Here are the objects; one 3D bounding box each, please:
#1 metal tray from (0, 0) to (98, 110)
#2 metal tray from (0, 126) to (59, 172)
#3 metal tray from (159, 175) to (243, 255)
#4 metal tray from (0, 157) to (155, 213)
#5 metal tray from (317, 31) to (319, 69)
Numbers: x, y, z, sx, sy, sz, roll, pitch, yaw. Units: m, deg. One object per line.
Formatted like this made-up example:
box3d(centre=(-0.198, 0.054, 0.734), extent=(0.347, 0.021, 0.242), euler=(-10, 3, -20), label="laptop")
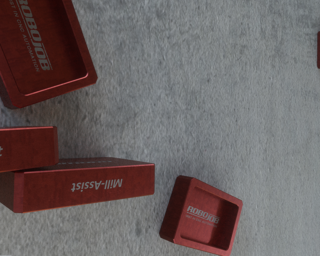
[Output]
box3d(centre=(-0.124, -0.092, 0.298), extent=(0.091, 0.030, 0.129), euler=(-27, 107, -37), label="metal tray")
box3d(centre=(-0.156, 0.017, 0.232), extent=(0.131, 0.090, 0.030), euler=(-4, 93, -40), label="metal tray")
box3d(centre=(0.066, 0.133, 0.459), extent=(0.131, 0.030, 0.090), euler=(30, 71, -36), label="metal tray")
box3d(centre=(-0.081, 0.048, 0.295), extent=(0.131, 0.090, 0.030), euler=(2, 89, -40), label="metal tray")
box3d(centre=(0.436, -0.187, 0.772), extent=(0.131, 0.030, 0.089), euler=(1, 89, -40), label="metal tray")
